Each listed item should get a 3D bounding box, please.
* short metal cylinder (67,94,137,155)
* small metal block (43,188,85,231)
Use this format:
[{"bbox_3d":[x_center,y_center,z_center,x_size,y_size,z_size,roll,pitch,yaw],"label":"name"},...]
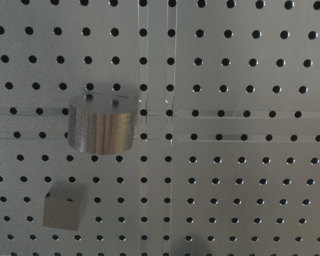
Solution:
[{"bbox_3d":[-0.071,-0.007,0.381,0.081,0.080,0.050,7,110,-3],"label":"short metal cylinder"},{"bbox_3d":[-0.142,0.120,0.456,0.050,0.025,0.050,10,110,-4],"label":"small metal block"}]
